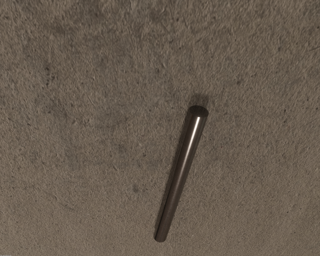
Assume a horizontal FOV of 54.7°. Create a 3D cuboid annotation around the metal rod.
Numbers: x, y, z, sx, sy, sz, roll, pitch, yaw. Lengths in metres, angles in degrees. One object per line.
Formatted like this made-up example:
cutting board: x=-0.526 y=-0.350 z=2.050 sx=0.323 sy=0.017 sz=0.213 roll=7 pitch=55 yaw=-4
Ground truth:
metal rod: x=0.025 y=0.091 z=0.485 sx=0.025 sy=0.025 sz=0.298 roll=7 pitch=130 yaw=-6
